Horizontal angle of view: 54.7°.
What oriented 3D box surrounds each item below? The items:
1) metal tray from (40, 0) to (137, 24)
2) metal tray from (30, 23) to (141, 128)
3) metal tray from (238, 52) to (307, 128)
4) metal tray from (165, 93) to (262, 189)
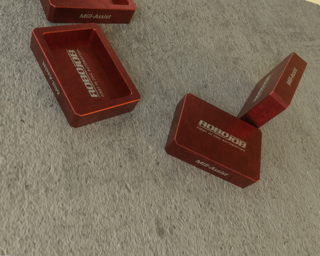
[{"bbox_3d":[-0.111,-0.200,0.462,0.131,0.030,0.090,-12,68,-33],"label":"metal tray"},{"bbox_3d":[-0.094,-0.072,0.392,0.091,0.030,0.130,-20,73,-36],"label":"metal tray"},{"bbox_3d":[0.175,-0.055,0.489,0.030,0.090,0.131,41,51,-1],"label":"metal tray"},{"bbox_3d":[0.079,0.018,0.432,0.131,0.030,0.090,26,53,-12],"label":"metal tray"}]
